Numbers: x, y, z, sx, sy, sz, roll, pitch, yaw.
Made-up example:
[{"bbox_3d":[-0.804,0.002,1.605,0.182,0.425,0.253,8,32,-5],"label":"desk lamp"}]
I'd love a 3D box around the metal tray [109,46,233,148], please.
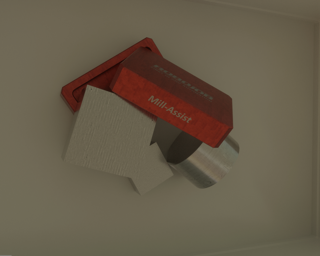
[{"bbox_3d":[0.019,-0.039,0.351,0.130,0.090,0.030,29,119,-4],"label":"metal tray"}]

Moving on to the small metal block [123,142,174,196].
[{"bbox_3d":[-0.018,0.052,0.403,0.050,0.025,0.050,-31,100,-18],"label":"small metal block"}]

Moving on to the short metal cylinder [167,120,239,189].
[{"bbox_3d":[0.055,0.031,0.402,0.050,0.080,0.080,41,77,-16],"label":"short metal cylinder"}]

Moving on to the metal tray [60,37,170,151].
[{"bbox_3d":[-0.045,-0.043,0.390,0.131,0.030,0.090,-36,102,-17],"label":"metal tray"}]

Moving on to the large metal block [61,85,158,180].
[{"bbox_3d":[-0.056,0.006,0.342,0.081,0.050,0.080,17,84,-20],"label":"large metal block"}]
